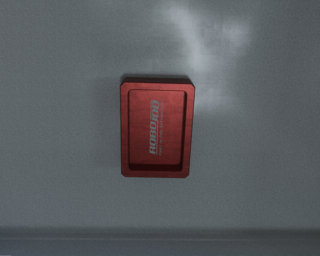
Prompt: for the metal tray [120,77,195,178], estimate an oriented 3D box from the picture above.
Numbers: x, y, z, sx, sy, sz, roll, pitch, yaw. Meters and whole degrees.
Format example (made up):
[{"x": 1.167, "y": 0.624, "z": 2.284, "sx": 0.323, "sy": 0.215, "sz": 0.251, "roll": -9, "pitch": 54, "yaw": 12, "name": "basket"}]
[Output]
[{"x": -0.005, "y": 0.001, "z": 0.406, "sx": 0.091, "sy": 0.030, "sz": 0.129, "roll": 1, "pitch": 110, "yaw": -2, "name": "metal tray"}]
